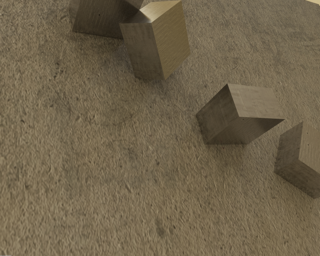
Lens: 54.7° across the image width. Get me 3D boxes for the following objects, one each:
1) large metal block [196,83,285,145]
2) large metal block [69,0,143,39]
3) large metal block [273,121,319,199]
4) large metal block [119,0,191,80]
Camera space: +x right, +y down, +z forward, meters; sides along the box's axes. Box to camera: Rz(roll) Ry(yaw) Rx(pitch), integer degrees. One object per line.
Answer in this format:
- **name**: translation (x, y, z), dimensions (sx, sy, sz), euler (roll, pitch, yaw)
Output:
- **large metal block**: translation (0.111, -0.016, 0.438), dimensions (0.081, 0.080, 0.050), euler (2, 61, -28)
- **large metal block**: translation (-0.077, -0.177, 0.434), dimensions (0.081, 0.080, 0.050), euler (1, 59, -28)
- **large metal block**: translation (0.232, 0.050, 0.482), dimensions (0.080, 0.050, 0.080), euler (33, 51, -7)
- **large metal block**: translation (-0.003, -0.124, 0.434), dimensions (0.050, 0.080, 0.080), euler (10, 43, 31)
